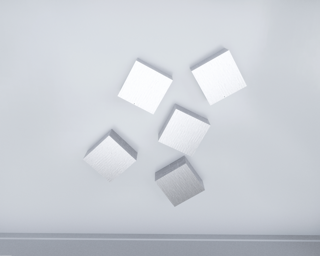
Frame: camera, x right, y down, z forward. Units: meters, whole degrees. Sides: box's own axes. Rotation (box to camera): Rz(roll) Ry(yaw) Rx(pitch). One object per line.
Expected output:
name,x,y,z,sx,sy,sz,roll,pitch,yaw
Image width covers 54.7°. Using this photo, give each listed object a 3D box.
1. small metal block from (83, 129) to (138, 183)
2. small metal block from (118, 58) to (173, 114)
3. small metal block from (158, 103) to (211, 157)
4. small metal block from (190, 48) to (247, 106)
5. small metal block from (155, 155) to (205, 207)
small metal block,-0.067,0.038,0.425,0.050,0.025,0.050,-41,105,13
small metal block,-0.018,-0.053,0.391,0.050,0.025,0.050,27,108,-10
small metal block,0.031,0.003,0.412,0.050,0.025,0.050,25,108,-9
small metal block,0.072,-0.064,0.388,0.050,0.025,0.050,-29,108,10
small metal block,0.028,0.075,0.439,0.050,0.025,0.050,-32,107,11
